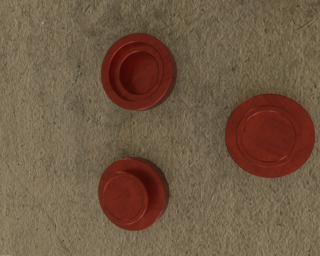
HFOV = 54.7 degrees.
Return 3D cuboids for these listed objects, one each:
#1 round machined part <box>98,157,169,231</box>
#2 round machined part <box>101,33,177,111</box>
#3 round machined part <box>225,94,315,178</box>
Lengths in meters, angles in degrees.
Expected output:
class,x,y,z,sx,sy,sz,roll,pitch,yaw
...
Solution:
class,x,y,z,sx,sy,sz,roll,pitch,yaw
round machined part,-0.041,0.089,0.414,0.098,0.042,0.097,0,90,20
round machined part,-0.024,-0.071,0.408,0.098,0.042,0.097,0,90,20
round machined part,0.124,0.009,0.356,0.098,0.042,0.097,0,90,20
